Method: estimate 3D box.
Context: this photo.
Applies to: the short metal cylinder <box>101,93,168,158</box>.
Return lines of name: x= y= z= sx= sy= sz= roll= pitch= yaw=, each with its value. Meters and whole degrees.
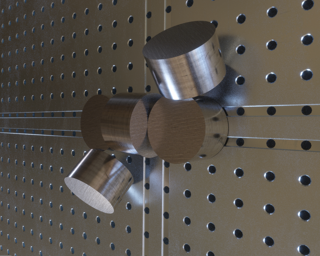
short metal cylinder: x=-0.028 y=-0.005 z=0.394 sx=0.050 sy=0.081 sz=0.079 roll=6 pitch=94 yaw=39

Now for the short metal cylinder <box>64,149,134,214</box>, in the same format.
short metal cylinder: x=-0.084 y=0.075 z=0.433 sx=0.080 sy=0.050 sz=0.080 roll=23 pitch=146 yaw=17

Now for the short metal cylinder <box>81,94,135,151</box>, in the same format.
short metal cylinder: x=-0.069 y=-0.007 z=0.447 sx=0.080 sy=0.050 sz=0.079 roll=0 pitch=90 yaw=39

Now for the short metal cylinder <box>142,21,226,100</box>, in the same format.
short metal cylinder: x=0.027 y=-0.075 z=0.341 sx=0.080 sy=0.080 sz=0.050 roll=11 pitch=139 yaw=39

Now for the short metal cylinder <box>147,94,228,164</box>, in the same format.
short metal cylinder: x=0.032 y=0.000 z=0.364 sx=0.080 sy=0.050 sz=0.079 roll=0 pitch=90 yaw=39
